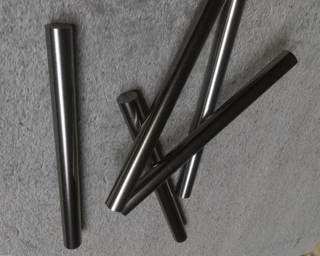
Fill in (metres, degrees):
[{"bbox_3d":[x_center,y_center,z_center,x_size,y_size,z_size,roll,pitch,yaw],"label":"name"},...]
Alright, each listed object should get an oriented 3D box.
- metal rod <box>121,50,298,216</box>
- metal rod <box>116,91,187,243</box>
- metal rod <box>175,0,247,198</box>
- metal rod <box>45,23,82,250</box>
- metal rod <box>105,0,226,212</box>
[{"bbox_3d":[0.060,0.006,0.409,0.300,0.025,0.025,-42,129,0],"label":"metal rod"},{"bbox_3d":[-0.002,0.077,0.453,0.025,0.025,0.299,-27,128,-11],"label":"metal rod"},{"bbox_3d":[0.063,-0.028,0.423,0.025,0.025,0.298,-3,120,-27],"label":"metal rod"},{"bbox_3d":[-0.110,0.033,0.366,0.025,0.025,0.298,-8,122,-24],"label":"metal rod"},{"bbox_3d":[0.008,-0.035,0.364,0.025,0.025,0.298,20,100,-36],"label":"metal rod"}]
